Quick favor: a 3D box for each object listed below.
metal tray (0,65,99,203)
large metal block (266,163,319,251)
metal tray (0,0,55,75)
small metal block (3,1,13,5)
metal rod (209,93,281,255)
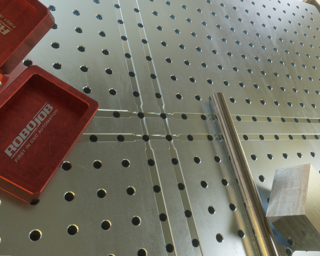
[{"bbox_3d":[-0.136,0.001,0.331,0.090,0.030,0.130,32,51,-8],"label":"metal tray"},{"bbox_3d":[0.193,0.108,0.418,0.080,0.050,0.080,48,48,-21],"label":"large metal block"},{"bbox_3d":[-0.200,-0.135,0.350,0.130,0.030,0.090,39,84,-2],"label":"metal tray"},{"bbox_3d":[-0.205,-0.195,0.401,0.025,0.050,0.050,-28,78,-38],"label":"small metal block"},{"bbox_3d":[0.120,0.083,0.424,0.025,0.025,0.299,1,61,-28],"label":"metal rod"}]
